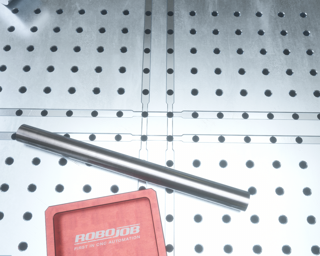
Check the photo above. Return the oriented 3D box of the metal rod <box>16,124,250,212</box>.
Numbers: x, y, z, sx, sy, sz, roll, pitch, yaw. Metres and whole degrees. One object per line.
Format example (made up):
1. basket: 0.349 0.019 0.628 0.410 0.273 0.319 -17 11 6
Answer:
1. metal rod: -0.038 0.048 0.393 0.301 0.025 0.025 16 71 5

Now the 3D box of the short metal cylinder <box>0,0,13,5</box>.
1. short metal cylinder: -0.245 -0.236 0.467 0.080 0.080 0.050 34 74 11

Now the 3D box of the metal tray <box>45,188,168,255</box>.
1. metal tray: -0.062 0.127 0.361 0.131 0.030 0.090 -9 70 -4
